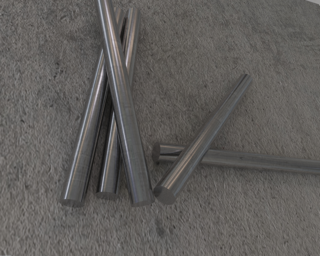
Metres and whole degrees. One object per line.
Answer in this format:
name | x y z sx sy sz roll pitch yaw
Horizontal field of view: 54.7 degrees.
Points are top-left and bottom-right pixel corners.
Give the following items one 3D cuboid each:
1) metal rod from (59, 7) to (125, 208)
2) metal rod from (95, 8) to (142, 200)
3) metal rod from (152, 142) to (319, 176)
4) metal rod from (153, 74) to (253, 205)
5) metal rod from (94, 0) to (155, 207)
metal rod | -0.077 -0.049 0.392 0.025 0.025 0.300 18 55 -18
metal rod | -0.049 -0.054 0.409 0.025 0.025 0.300 16 55 -19
metal rod | 0.132 0.048 0.445 0.302 0.025 0.025 8 59 -24
metal rod | 0.076 -0.007 0.423 0.025 0.025 0.301 43 43 1
metal rod | -0.050 -0.055 0.376 0.025 0.025 0.299 1 62 -28
